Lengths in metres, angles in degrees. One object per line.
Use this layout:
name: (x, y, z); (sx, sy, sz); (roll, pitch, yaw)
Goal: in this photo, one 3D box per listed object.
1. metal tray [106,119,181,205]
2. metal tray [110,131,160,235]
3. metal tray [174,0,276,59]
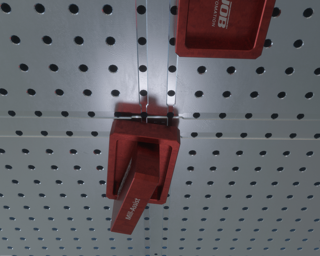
metal tray: (-0.027, 0.052, 0.440); (0.091, 0.030, 0.129); (7, 128, -4)
metal tray: (-0.036, 0.075, 0.432); (0.030, 0.090, 0.129); (15, 129, -12)
metal tray: (0.063, -0.132, 0.296); (0.091, 0.030, 0.129); (1, 130, -2)
